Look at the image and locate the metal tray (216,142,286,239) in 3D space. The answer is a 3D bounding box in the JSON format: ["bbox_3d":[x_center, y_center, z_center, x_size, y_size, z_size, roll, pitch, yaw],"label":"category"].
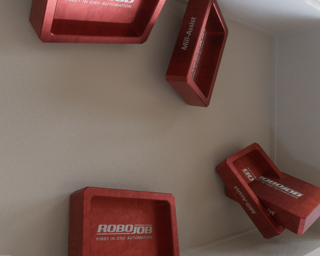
[{"bbox_3d":[0.160,0.094,0.491,0.091,0.030,0.130,-22,69,-37],"label":"metal tray"}]

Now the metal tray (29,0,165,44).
[{"bbox_3d":[-0.057,-0.132,0.317,0.131,0.089,0.030,-12,58,-39],"label":"metal tray"}]

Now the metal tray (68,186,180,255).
[{"bbox_3d":[-0.037,0.119,0.353,0.131,0.030,0.090,15,61,-39],"label":"metal tray"}]

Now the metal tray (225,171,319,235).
[{"bbox_3d":[0.181,0.103,0.488,0.091,0.130,0.030,-20,121,-38],"label":"metal tray"}]

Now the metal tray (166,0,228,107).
[{"bbox_3d":[0.055,-0.105,0.428,0.090,0.030,0.130,38,65,-58],"label":"metal tray"}]
